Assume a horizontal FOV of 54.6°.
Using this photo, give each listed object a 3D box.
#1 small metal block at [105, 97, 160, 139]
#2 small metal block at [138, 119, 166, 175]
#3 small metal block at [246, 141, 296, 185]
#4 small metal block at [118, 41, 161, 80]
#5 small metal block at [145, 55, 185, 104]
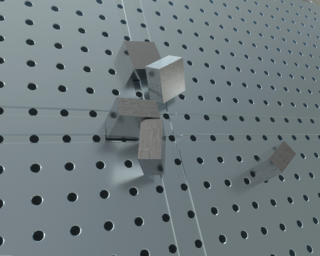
[{"bbox_3d":[-0.035,-0.010,0.378,0.050,0.050,0.025,3,57,-27],"label":"small metal block"},{"bbox_3d":[-0.008,0.024,0.368,0.025,0.050,0.050,0,61,6],"label":"small metal block"},{"bbox_3d":[0.159,0.050,0.446,0.050,0.050,0.025,-35,82,-38],"label":"small metal block"},{"bbox_3d":[-0.027,-0.099,0.454,0.050,0.025,0.050,-7,66,-31],"label":"small metal block"},{"bbox_3d":[0.009,-0.069,0.436,0.025,0.050,0.050,19,39,37],"label":"small metal block"}]
